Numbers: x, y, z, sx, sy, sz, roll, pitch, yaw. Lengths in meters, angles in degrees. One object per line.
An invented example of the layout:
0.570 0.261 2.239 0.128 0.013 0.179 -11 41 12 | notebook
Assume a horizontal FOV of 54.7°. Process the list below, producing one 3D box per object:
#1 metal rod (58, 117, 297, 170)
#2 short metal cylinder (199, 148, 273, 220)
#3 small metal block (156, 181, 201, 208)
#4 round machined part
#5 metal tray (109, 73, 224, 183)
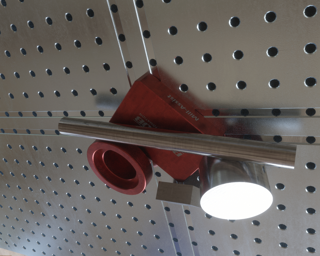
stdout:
0.002 0.013 0.377 0.301 0.025 0.025 7 122 24 | metal rod
0.088 0.067 0.370 0.080 0.050 0.079 2 135 2 | short metal cylinder
0.029 0.094 0.435 0.050 0.025 0.050 2 163 26 | small metal block
-0.053 0.047 0.449 0.098 0.042 0.097 18 133 21 | round machined part
0.006 0.002 0.406 0.130 0.030 0.089 40 129 0 | metal tray
